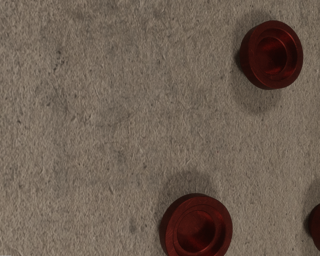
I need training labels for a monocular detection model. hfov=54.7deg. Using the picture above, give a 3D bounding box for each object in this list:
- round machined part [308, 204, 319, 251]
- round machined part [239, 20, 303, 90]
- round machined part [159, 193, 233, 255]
[{"bbox_3d":[0.286,0.161,0.508,0.099,0.042,0.097,0,90,-21],"label":"round machined part"},{"bbox_3d":[0.160,-0.105,0.461,0.099,0.042,0.097,0,90,-21],"label":"round machined part"},{"bbox_3d":[0.045,0.136,0.418,0.099,0.042,0.097,0,90,-21],"label":"round machined part"}]
